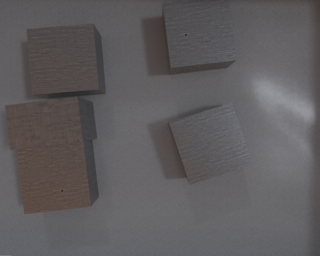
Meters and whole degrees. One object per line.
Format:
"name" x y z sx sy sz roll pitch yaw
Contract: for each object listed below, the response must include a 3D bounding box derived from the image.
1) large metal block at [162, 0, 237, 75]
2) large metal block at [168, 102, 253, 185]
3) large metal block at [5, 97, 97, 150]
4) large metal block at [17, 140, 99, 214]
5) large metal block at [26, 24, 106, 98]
"large metal block" 0.048 -0.117 0.400 0.081 0.050 0.079 -7 90 -1
"large metal block" 0.062 0.019 0.400 0.080 0.050 0.080 -18 90 -1
"large metal block" -0.128 -0.005 0.382 0.081 0.080 0.050 -7 90 -1
"large metal block" -0.128 0.059 0.397 0.081 0.050 0.079 -7 90 -1
"large metal block" -0.117 -0.083 0.397 0.081 0.050 0.079 -5 90 -1
